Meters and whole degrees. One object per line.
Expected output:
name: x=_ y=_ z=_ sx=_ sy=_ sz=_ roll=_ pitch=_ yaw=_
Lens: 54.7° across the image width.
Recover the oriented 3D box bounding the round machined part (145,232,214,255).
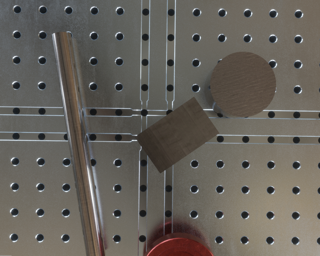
round machined part: x=0.025 y=0.185 z=0.405 sx=0.099 sy=0.042 sz=0.097 roll=0 pitch=90 yaw=0

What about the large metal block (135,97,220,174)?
large metal block: x=0.019 y=0.008 z=0.386 sx=0.080 sy=0.080 sz=0.050 roll=-34 pitch=90 yaw=0

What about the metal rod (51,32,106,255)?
metal rod: x=-0.108 y=0.024 z=0.412 sx=0.025 sy=0.025 sz=0.298 roll=-9 pitch=90 yaw=0

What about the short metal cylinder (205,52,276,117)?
short metal cylinder: x=0.101 y=-0.053 z=0.401 sx=0.081 sy=0.050 sz=0.080 roll=0 pitch=90 yaw=0
